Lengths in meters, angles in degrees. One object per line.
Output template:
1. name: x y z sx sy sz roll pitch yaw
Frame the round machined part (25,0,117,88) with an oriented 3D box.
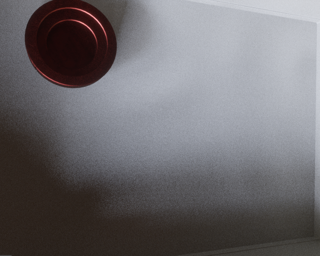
1. round machined part: -0.104 -0.095 0.363 0.099 0.042 0.097 0 90 -20
